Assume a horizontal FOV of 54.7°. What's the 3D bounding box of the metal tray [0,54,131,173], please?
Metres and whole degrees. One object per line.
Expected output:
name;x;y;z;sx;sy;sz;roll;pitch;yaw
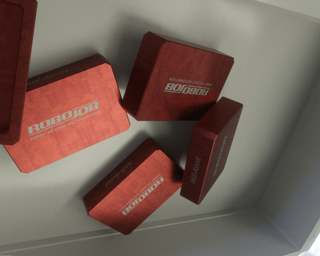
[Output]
metal tray;-0.107;-0.016;0.338;0.131;0.030;0.089;-24;128;-14

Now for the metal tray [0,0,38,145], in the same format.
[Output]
metal tray;-0.159;-0.055;0.259;0.091;0.030;0.129;7;102;-24

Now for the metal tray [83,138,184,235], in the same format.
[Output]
metal tray;-0.032;0.087;0.443;0.130;0.030;0.090;-43;130;1

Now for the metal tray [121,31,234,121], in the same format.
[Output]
metal tray;0.025;-0.054;0.366;0.131;0.030;0.089;-1;120;-45

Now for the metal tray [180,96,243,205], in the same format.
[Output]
metal tray;0.070;0.032;0.425;0.091;0.030;0.129;-42;149;-43
